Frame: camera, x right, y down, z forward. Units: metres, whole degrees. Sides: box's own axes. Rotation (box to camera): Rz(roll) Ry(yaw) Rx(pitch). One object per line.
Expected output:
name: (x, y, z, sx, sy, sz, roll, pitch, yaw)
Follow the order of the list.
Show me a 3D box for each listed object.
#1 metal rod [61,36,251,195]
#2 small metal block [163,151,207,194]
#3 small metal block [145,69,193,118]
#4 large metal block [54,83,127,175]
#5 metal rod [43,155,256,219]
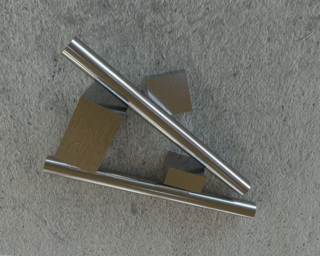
metal rod: (0.011, -0.001, 0.385, 0.301, 0.025, 0.025, 39, 106, -23)
small metal block: (0.032, 0.059, 0.419, 0.050, 0.050, 0.025, 16, 109, -6)
small metal block: (0.012, -0.044, 0.394, 0.050, 0.025, 0.050, -11, 110, 3)
large metal block: (-0.079, -0.004, 0.378, 0.050, 0.080, 0.080, 26, 108, -9)
metal rod: (-0.010, 0.085, 0.441, 0.302, 0.025, 0.025, 14, 110, -6)
